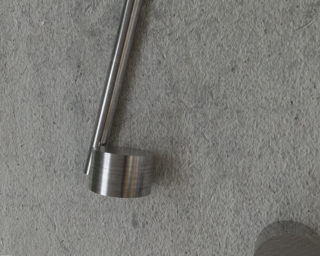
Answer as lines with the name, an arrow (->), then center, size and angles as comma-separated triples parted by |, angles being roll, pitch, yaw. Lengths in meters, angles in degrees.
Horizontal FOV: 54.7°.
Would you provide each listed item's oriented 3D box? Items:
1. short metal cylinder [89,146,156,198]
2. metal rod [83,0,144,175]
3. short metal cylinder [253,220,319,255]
short metal cylinder -> -0.048, 0.054, 0.397 | 0.080, 0.080, 0.050 | 7, 93, 20
metal rod -> -0.060, -0.079, 0.429 | 0.025, 0.025, 0.298 | 16, 95, 19
short metal cylinder -> 0.146, 0.150, 0.344 | 0.080, 0.050, 0.080 | 0, 90, 20
